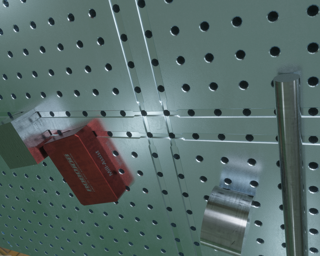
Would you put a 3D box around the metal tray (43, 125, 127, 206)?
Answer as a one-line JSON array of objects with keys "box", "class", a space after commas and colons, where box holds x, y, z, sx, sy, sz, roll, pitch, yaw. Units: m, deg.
[{"box": [-0.124, 0.066, 0.515, 0.090, 0.030, 0.130, -16, 110, 34], "class": "metal tray"}]

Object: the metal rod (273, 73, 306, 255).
[{"box": [0.161, 0.080, 0.375, 0.025, 0.025, 0.298, 0, 119, 28], "class": "metal rod"}]

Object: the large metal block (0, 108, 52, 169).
[{"box": [-0.238, 0.020, 0.533, 0.080, 0.050, 0.080, -12, 112, 33], "class": "large metal block"}]

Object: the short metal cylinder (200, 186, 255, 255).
[{"box": [0.089, 0.120, 0.403, 0.050, 0.080, 0.079, 11, 123, 22], "class": "short metal cylinder"}]
